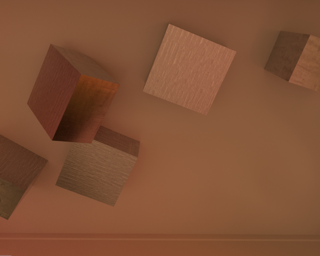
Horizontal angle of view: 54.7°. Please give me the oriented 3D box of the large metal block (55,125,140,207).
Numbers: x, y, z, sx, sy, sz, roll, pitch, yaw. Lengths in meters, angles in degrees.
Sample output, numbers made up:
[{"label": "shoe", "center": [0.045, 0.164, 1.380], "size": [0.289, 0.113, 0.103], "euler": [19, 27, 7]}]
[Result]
[{"label": "large metal block", "center": [-0.081, 0.046, 0.414], "size": [0.080, 0.050, 0.079], "euler": [23, 108, -9]}]

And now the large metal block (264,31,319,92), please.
[{"label": "large metal block", "center": [0.180, -0.073, 0.358], "size": [0.080, 0.080, 0.050], "euler": [16, 109, -7]}]

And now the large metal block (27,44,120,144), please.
[{"label": "large metal block", "center": [-0.103, -0.039, 0.359], "size": [0.050, 0.080, 0.080], "euler": [9, 116, -48]}]

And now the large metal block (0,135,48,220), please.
[{"label": "large metal block", "center": [-0.206, 0.059, 0.401], "size": [0.080, 0.080, 0.050], "euler": [32, 107, -12]}]

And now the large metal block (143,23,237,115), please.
[{"label": "large metal block", "center": [0.032, -0.072, 0.372], "size": [0.080, 0.050, 0.079], "euler": [20, 109, -8]}]
